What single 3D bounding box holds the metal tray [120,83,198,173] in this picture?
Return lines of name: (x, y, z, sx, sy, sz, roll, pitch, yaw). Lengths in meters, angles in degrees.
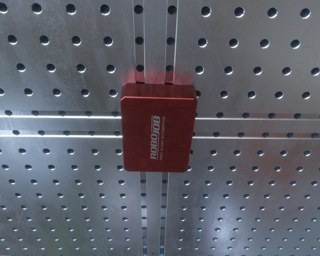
metal tray: (-0.003, 0.005, 0.411, 0.091, 0.030, 0.129, 1, 130, -2)
